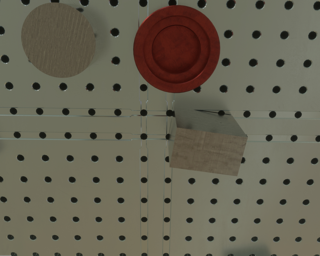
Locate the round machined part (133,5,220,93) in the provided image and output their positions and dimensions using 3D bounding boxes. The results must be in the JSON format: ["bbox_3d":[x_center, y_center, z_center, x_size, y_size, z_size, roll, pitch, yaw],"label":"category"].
[{"bbox_3d":[0.019,-0.094,0.370,0.099,0.042,0.097,0,110,0],"label":"round machined part"}]

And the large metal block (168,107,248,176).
[{"bbox_3d":[0.055,0.014,0.390,0.081,0.080,0.050,8,110,-3],"label":"large metal block"}]

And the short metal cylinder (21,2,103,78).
[{"bbox_3d":[-0.111,-0.103,0.361,0.081,0.050,0.079,0,110,0],"label":"short metal cylinder"}]
